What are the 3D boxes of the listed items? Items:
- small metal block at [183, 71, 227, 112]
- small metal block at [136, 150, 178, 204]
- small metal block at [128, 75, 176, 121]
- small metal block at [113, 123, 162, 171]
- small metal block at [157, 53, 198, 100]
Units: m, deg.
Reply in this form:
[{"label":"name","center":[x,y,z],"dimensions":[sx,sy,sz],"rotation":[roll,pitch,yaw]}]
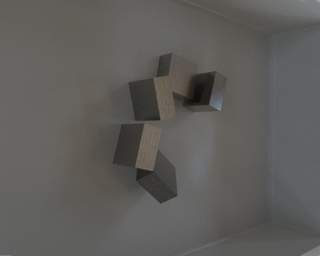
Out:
[{"label":"small metal block","center":[0.065,-0.051,0.447],"dimensions":[0.025,0.050,0.050],"rotation":[23,76,-38]},{"label":"small metal block","center":[-0.003,0.058,0.389],"dimensions":[0.050,0.025,0.050],"rotation":[49,22,-29]},{"label":"small metal block","center":[-0.010,-0.036,0.384],"dimensions":[0.025,0.050,0.050],"rotation":[-17,101,-39]},{"label":"small metal block","center":[-0.028,0.022,0.368],"dimensions":[0.025,0.050,0.050],"rotation":[18,78,-36]},{"label":"small metal block","center":[0.023,-0.070,0.428],"dimensions":[0.050,0.025,0.050],"rotation":[15,80,-39]}]
